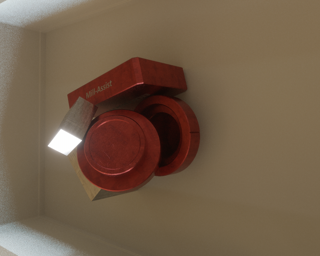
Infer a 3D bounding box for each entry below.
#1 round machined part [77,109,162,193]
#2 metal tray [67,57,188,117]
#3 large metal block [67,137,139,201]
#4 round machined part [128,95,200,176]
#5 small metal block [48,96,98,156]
[{"bbox_3d":[-0.048,0.023,0.356,0.099,0.042,0.098,-1,72,4],"label":"round machined part"},{"bbox_3d":[-0.043,-0.045,0.395,0.130,0.091,0.030,-19,79,38],"label":"metal tray"},{"bbox_3d":[-0.067,0.045,0.423,0.050,0.081,0.080,-51,60,27],"label":"large metal block"},{"bbox_3d":[0.009,0.009,0.386,0.098,0.042,0.097,0,90,39],"label":"round machined part"},{"bbox_3d":[-0.103,-0.002,0.367,0.050,0.025,0.050,-37,28,47],"label":"small metal block"}]
